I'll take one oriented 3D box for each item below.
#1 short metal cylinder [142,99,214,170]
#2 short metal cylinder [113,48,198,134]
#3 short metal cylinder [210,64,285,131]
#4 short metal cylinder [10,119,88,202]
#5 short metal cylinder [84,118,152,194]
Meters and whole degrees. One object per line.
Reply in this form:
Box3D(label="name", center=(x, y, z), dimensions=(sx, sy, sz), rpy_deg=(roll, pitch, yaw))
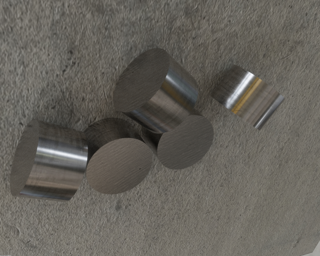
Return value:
Box3D(label="short metal cylinder", center=(0.023, 0.008, 0.408), dimensions=(0.081, 0.050, 0.079), rpy_deg=(-14, 124, -21))
Box3D(label="short metal cylinder", center=(-0.005, -0.040, 0.343), dimensions=(0.080, 0.080, 0.050), rpy_deg=(-49, 129, 6))
Box3D(label="short metal cylinder", center=(0.114, -0.040, 0.409), dimensions=(0.080, 0.080, 0.050), rpy_deg=(27, 104, -37))
Box3D(label="short metal cylinder", center=(-0.119, 0.035, 0.328), dimensions=(0.050, 0.080, 0.080), rpy_deg=(18, 109, -35))
Box3D(label="short metal cylinder", center=(-0.056, 0.034, 0.381), dimensions=(0.081, 0.050, 0.079), rpy_deg=(-14, 124, -21))
